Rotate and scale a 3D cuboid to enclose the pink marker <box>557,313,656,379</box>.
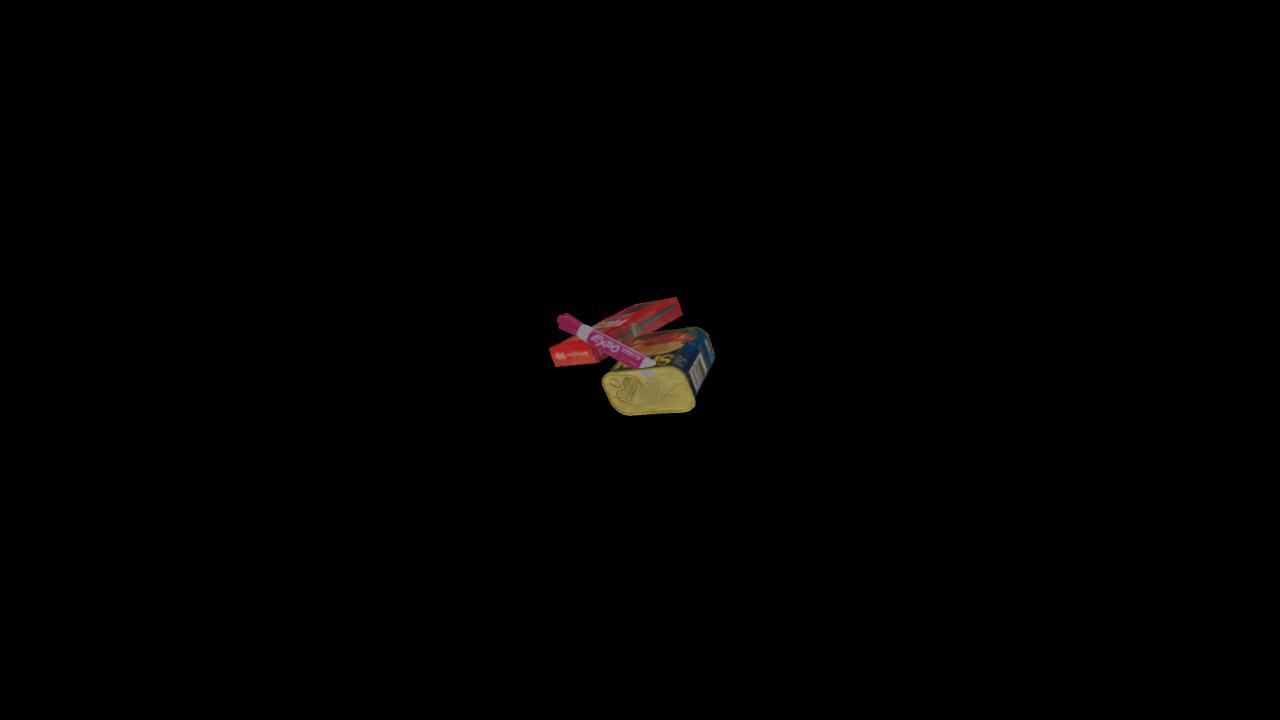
[{"bbox_3d":[-0.035,-0.016,0.642,0.121,0.020,0.020,29,7,13],"label":"pink marker"}]

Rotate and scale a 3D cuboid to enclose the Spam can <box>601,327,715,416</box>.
[{"bbox_3d":[0.023,0.011,0.664,0.101,0.058,0.085,-5,30,30],"label":"Spam can"}]

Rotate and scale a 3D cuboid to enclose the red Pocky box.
[{"bbox_3d":[-0.026,-0.035,0.742,0.083,0.028,0.155,-4,21,47],"label":"red Pocky box"}]
